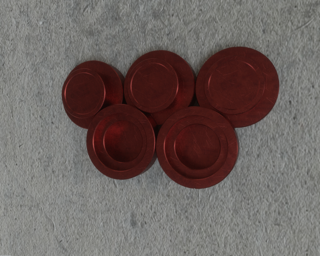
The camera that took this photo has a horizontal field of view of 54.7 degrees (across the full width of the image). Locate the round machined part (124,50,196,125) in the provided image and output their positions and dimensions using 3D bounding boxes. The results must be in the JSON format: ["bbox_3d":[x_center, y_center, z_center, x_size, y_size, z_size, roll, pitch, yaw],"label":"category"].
[{"bbox_3d":[-0.003,-0.053,0.402,0.098,0.042,0.097,0,90,19],"label":"round machined part"}]

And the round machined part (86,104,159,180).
[{"bbox_3d":[-0.045,0.018,0.416,0.098,0.042,0.097,0,90,19],"label":"round machined part"}]

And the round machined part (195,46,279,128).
[{"bbox_3d":[0.090,-0.049,0.369,0.098,0.042,0.097,0,90,19],"label":"round machined part"}]

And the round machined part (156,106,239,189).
[{"bbox_3d":[0.048,0.023,0.384,0.098,0.042,0.097,0,90,19],"label":"round machined part"}]

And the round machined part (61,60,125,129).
[{"bbox_3d":[-0.097,-0.047,0.434,0.098,0.042,0.097,0,90,19],"label":"round machined part"}]
